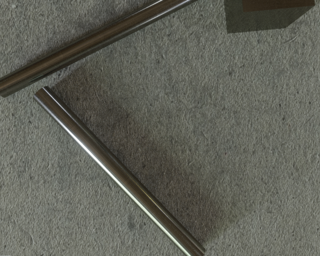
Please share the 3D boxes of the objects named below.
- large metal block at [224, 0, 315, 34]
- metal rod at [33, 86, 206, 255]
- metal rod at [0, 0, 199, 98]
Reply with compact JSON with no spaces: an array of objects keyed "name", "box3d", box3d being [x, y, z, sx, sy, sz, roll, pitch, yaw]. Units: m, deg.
[{"name":"large metal block","box3d":[0.130,-0.157,0.384,0.081,0.080,0.050,-6,90,-1]},{"name":"metal rod","box3d":[-0.053,0.061,0.409,0.025,0.025,0.300,-44,91,0]},{"name":"metal rod","box3d":[-0.076,-0.119,0.408,0.301,0.025,0.025,-27,90,-1]}]
